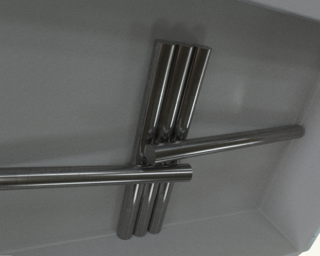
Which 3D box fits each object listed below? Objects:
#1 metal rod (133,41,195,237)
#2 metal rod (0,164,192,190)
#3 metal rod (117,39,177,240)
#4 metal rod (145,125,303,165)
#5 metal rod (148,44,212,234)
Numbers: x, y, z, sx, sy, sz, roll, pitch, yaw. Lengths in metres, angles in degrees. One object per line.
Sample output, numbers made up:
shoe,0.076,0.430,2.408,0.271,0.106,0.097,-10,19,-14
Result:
metal rod,-0.002,0.032,0.427,0.025,0.025,0.298,-2,119,-28
metal rod,-0.101,0.058,0.368,0.303,0.025,0.025,2,118,-23
metal rod,-0.024,0.033,0.416,0.025,0.025,0.298,-2,119,-28
metal rod,0.114,0.019,0.461,0.303,0.025,0.025,-6,121,-33
metal rod,0.020,0.032,0.440,0.025,0.025,0.298,-2,119,-28
